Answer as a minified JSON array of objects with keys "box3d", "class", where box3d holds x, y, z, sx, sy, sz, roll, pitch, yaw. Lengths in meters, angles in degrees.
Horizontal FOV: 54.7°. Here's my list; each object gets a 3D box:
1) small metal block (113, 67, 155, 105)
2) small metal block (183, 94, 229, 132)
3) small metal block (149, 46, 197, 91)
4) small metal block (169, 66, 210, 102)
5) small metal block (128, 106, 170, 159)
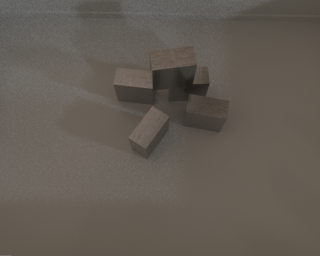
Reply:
[{"box3d":[-0.032,-0.055,0.416,0.050,0.050,0.025,7,70,2],"class":"small metal block"},{"box3d":[0.059,-0.018,0.404,0.050,0.050,0.025,11,71,3],"class":"small metal block"},{"box3d":[0.014,-0.070,0.369,0.050,0.050,0.025,-8,71,-4],"class":"small metal block"},{"box3d":[0.037,-0.058,0.418,0.050,0.050,0.025,-3,70,-2],"class":"small metal block"},{"box3d":[-0.013,0.007,0.394,0.025,0.050,0.050,33,73,11],"class":"small metal block"}]
